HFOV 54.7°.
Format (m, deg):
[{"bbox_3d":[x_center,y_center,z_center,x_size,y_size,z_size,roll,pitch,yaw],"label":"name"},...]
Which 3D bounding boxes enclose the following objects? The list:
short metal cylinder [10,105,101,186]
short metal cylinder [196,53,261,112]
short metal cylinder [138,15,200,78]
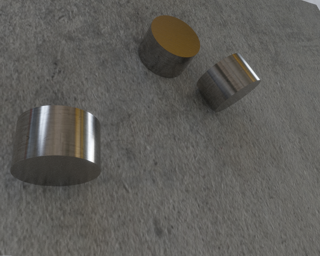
[{"bbox_3d":[-0.099,0.020,0.304,0.081,0.080,0.050,8,58,-25],"label":"short metal cylinder"},{"bbox_3d":[0.103,-0.067,0.467,0.081,0.080,0.050,-24,75,-37],"label":"short metal cylinder"},{"bbox_3d":[0.014,-0.123,0.472,0.081,0.050,0.080,14,56,-21],"label":"short metal cylinder"}]
